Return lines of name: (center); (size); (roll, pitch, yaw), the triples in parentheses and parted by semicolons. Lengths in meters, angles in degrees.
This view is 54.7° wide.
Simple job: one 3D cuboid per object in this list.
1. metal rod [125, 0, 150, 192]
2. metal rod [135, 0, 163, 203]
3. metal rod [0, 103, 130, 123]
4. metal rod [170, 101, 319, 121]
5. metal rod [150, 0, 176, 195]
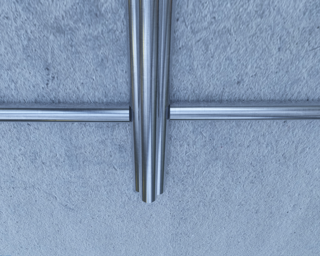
metal rod: (-0.025, -0.022, 0.391); (0.025, 0.025, 0.298); (1, 130, -1)
metal rod: (-0.014, -0.010, 0.374); (0.025, 0.025, 0.298); (1, 130, -1)
metal rod: (-0.189, -0.019, 0.389); (0.302, 0.025, 0.025); (0, 130, -1)
metal rod: (0.163, -0.022, 0.392); (0.302, 0.025, 0.025); (0, 130, -1)
metal rod: (-0.001, -0.017, 0.395); (0.025, 0.025, 0.298); (1, 130, -1)
